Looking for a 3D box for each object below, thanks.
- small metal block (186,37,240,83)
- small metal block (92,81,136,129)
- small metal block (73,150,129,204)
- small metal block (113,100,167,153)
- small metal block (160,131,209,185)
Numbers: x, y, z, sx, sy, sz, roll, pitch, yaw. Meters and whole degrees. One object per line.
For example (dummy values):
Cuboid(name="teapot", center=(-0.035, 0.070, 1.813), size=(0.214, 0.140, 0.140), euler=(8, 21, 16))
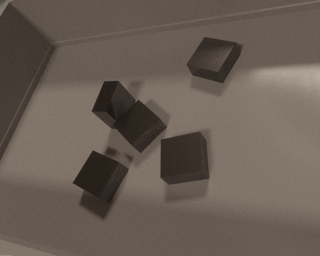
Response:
Cuboid(name="small metal block", center=(0.073, -0.094, 0.424), size=(0.050, 0.025, 0.050), euler=(23, 74, 36))
Cuboid(name="small metal block", center=(-0.064, -0.032, 0.441), size=(0.025, 0.050, 0.050), euler=(3, 63, 29))
Cuboid(name="small metal block", center=(-0.077, 0.063, 0.406), size=(0.050, 0.025, 0.050), euler=(18, 71, 34))
Cuboid(name="small metal block", center=(-0.028, -0.003, 0.421), size=(0.050, 0.025, 0.050), euler=(-45, 51, -3))
Cuboid(name="small metal block", center=(0.029, 0.036, 0.367), size=(0.050, 0.025, 0.050), euler=(-12, 57, 21))
